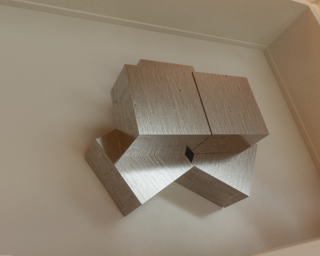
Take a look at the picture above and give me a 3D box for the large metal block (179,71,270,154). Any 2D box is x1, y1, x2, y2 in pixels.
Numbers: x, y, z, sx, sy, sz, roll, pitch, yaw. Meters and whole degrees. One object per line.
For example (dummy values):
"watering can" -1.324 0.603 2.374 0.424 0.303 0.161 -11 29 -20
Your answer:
"large metal block" 0.070 -0.017 0.369 0.081 0.050 0.080 1 62 -28

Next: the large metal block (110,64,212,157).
"large metal block" -0.002 -0.017 0.333 0.081 0.050 0.080 1 62 -28

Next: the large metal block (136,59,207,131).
"large metal block" 0.008 -0.041 0.417 0.081 0.050 0.080 1 61 -28

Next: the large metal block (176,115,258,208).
"large metal block" 0.072 0.043 0.399 0.080 0.050 0.080 30 52 -9

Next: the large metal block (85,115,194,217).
"large metal block" -0.024 0.039 0.351 0.081 0.050 0.080 -29 78 -37
